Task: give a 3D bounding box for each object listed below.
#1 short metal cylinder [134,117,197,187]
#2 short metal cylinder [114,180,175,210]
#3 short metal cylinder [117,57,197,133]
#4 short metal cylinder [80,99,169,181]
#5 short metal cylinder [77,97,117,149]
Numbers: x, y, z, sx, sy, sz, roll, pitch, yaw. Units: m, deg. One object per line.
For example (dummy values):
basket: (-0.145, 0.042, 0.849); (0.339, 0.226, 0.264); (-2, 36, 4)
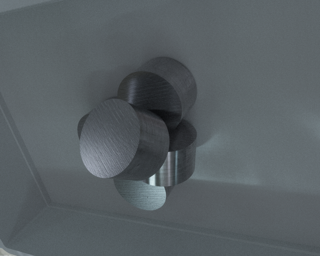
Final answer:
short metal cylinder: (0.004, 0.027, 0.385); (0.080, 0.080, 0.050); (13, 124, 21)
short metal cylinder: (-0.018, 0.069, 0.441); (0.080, 0.050, 0.079); (13, 124, 20)
short metal cylinder: (-0.003, -0.038, 0.367); (0.080, 0.050, 0.079); (13, 124, 20)
short metal cylinder: (-0.037, 0.014, 0.327); (0.080, 0.050, 0.080); (-9, 74, 33)
short metal cylinder: (-0.064, 0.004, 0.424); (0.080, 0.050, 0.079); (13, 124, 20)
